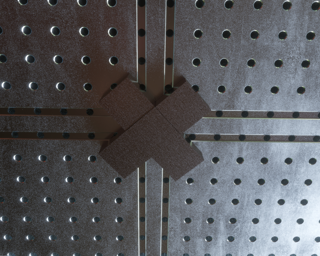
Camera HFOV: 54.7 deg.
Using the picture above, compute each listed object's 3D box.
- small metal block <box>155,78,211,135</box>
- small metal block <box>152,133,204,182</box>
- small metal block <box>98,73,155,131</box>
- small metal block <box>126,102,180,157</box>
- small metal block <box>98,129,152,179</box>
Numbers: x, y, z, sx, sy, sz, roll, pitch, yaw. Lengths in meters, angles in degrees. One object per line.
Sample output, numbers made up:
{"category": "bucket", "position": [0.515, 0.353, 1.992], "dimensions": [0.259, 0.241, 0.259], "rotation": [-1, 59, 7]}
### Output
{"category": "small metal block", "position": [0.030, -0.029, 0.403], "dimensions": [0.050, 0.025, 0.050], "rotation": [-39, 106, 13]}
{"category": "small metal block", "position": [0.024, 0.037, 0.427], "dimensions": [0.050, 0.025, 0.050], "rotation": [-39, 106, 13]}
{"category": "small metal block", "position": [-0.042, -0.034, 0.400], "dimensions": [0.050, 0.025, 0.050], "rotation": [-39, 106, 13]}
{"category": "small metal block", "position": [-0.009, 0.002, 0.413], "dimensions": [0.050, 0.025, 0.050], "rotation": [-39, 106, 13]}
{"category": "small metal block", "position": [-0.047, 0.033, 0.425], "dimensions": [0.050, 0.025, 0.050], "rotation": [-39, 106, 13]}
